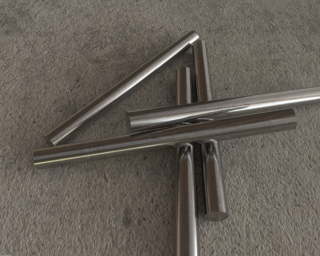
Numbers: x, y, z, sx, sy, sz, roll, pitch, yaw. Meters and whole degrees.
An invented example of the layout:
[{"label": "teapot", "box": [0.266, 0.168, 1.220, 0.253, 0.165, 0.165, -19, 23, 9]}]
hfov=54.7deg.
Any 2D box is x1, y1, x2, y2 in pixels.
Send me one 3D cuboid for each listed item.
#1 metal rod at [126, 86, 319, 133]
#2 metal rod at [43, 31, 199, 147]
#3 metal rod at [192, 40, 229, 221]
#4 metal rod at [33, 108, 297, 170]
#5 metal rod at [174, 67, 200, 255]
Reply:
[{"label": "metal rod", "box": [0.106, -0.029, 0.401, 0.302, 0.025, 0.025, -9, 50, -18]}, {"label": "metal rod", "box": [-0.040, -0.068, 0.460, 0.025, 0.025, 0.301, 33, 57, 24]}, {"label": "metal rod", "box": [0.063, -0.022, 0.421, 0.025, 0.025, 0.300, 1, 50, 1]}, {"label": "metal rod", "box": [0.003, 0.013, 0.363, 0.302, 0.025, 0.025, -9, 50, 3]}, {"label": "metal rod", "box": [0.031, 0.031, 0.377, 0.025, 0.025, 0.300, 2, 50, 1]}]
